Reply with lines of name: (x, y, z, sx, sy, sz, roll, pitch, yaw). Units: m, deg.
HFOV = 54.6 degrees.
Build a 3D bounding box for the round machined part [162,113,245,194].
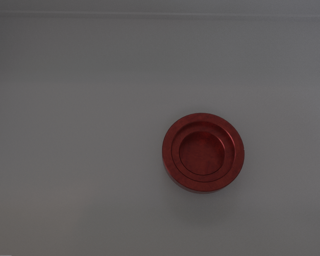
round machined part: (0.052, 0.034, 0.389, 0.099, 0.042, 0.098, 0, 70, 0)
